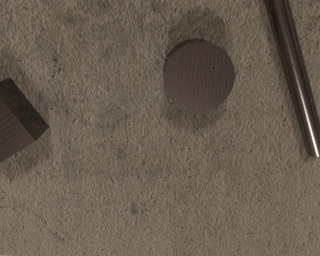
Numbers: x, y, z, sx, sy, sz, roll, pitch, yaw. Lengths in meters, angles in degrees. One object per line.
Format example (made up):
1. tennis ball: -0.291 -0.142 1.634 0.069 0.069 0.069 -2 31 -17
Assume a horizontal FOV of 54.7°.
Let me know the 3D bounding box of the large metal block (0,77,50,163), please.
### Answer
1. large metal block: -0.205 -0.005 0.392 0.080 0.050 0.080 -30 108 10

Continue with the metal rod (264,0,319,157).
1. metal rod: 0.157 -0.096 0.376 0.025 0.025 0.299 -22 109 7

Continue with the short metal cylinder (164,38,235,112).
1. short metal cylinder: 0.044 -0.065 0.373 0.081 0.050 0.079 0 110 -1
